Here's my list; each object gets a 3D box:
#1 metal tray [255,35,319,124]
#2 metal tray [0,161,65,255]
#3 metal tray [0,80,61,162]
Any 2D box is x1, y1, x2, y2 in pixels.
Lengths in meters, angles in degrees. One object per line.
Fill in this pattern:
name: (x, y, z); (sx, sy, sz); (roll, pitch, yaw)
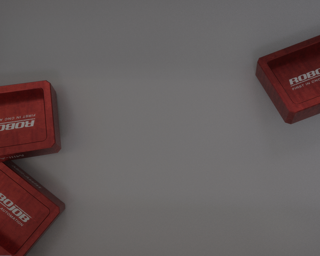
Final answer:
metal tray: (0.201, -0.069, 0.389); (0.131, 0.030, 0.090); (-21, 61, 0)
metal tray: (-0.204, 0.099, 0.402); (0.130, 0.030, 0.090); (39, 83, 0)
metal tray: (-0.197, -0.005, 0.387); (0.131, 0.030, 0.090); (-9, 73, -7)
